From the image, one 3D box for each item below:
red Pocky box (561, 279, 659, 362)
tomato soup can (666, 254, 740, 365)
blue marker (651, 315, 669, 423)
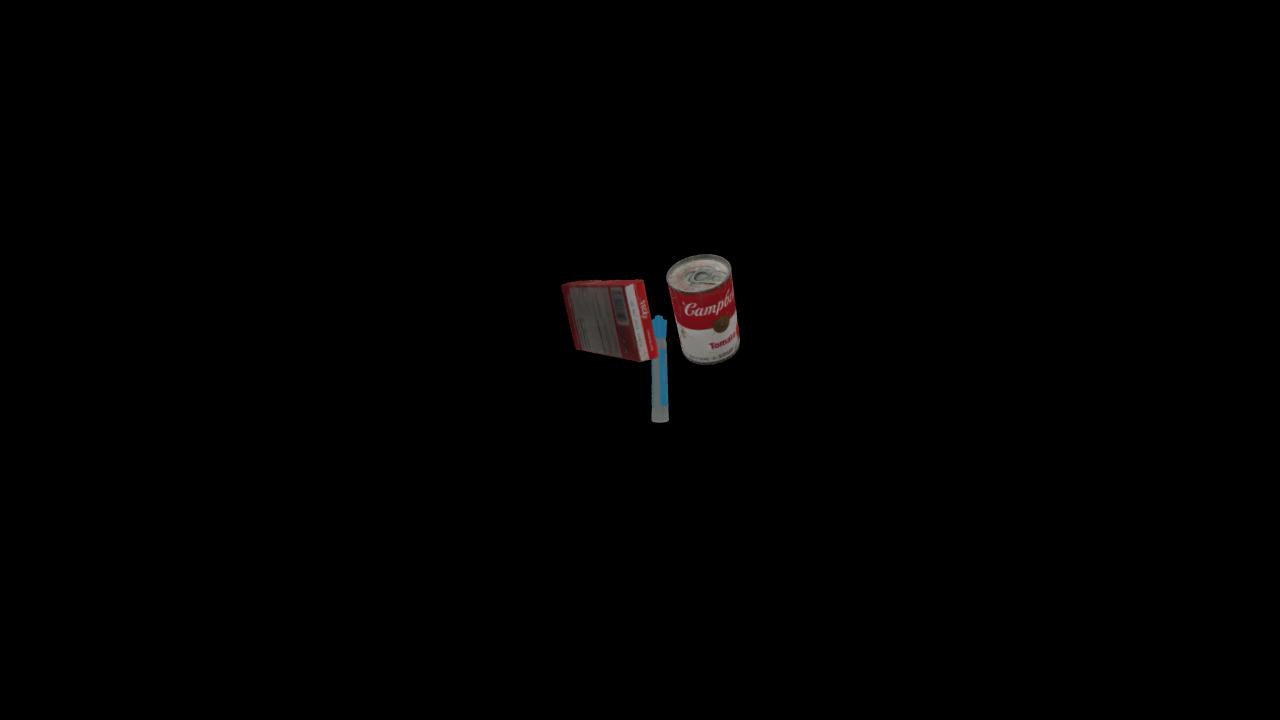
[{"bbox_3d":[-0.037,-0.047,0.678,0.028,0.083,0.155,-20,16,-28],"label":"red Pocky box"},{"bbox_3d":[0.069,-0.052,0.656,0.068,0.101,0.068,-8,41,7],"label":"tomato soup can"},{"bbox_3d":[0.022,0.008,0.681,0.020,0.121,0.020,0,-16,0],"label":"blue marker"}]
